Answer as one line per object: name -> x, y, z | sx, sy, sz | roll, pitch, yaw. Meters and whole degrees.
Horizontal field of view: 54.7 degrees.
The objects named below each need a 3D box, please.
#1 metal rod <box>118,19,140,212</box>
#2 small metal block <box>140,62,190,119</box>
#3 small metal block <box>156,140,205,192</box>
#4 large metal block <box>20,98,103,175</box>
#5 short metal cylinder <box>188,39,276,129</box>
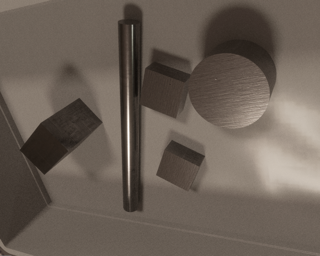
metal rod -> -0.042, 0.005, 0.431 | 0.025, 0.025, 0.298 | 16, 125, 19
small metal block -> 0.006, -0.046, 0.376 | 0.050, 0.025, 0.050 | 22, 127, 14
small metal block -> 0.028, 0.052, 0.425 | 0.050, 0.025, 0.050 | 26, 127, 11
large metal block -> -0.144, 0.012, 0.454 | 0.050, 0.080, 0.080 | 48, 129, -6
short metal cylinder -> 0.076, -0.046, 0.323 | 0.080, 0.050, 0.079 | 13, 124, 20
